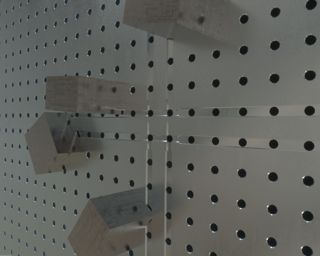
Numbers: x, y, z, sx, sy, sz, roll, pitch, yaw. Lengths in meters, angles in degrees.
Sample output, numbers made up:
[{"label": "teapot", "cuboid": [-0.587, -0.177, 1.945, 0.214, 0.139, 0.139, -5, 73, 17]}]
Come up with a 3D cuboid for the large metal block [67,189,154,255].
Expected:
[{"label": "large metal block", "cuboid": [-0.068, 0.137, 0.431, 0.050, 0.081, 0.080, 46, 118, 30]}]

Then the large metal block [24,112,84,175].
[{"label": "large metal block", "cuboid": [-0.190, 0.027, 0.552, 0.080, 0.050, 0.080, -38, 67, 33]}]

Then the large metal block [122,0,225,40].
[{"label": "large metal block", "cuboid": [0.017, -0.137, 0.361, 0.080, 0.081, 0.050, 15, 100, 39]}]

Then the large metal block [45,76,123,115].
[{"label": "large metal block", "cuboid": [-0.114, -0.049, 0.470, 0.080, 0.081, 0.050, 7, 95, 40]}]
